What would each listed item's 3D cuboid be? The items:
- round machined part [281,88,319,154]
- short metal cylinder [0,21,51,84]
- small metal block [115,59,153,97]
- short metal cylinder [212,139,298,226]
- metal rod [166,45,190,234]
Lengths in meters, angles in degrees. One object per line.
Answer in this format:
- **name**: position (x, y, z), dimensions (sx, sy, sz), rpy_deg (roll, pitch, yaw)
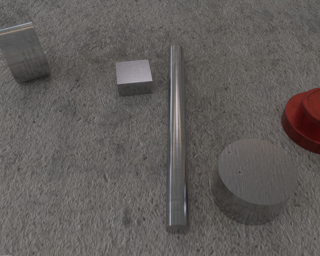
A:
- **round machined part**: position (0.216, -0.015, 0.407), dimensions (0.099, 0.042, 0.098), rpy_deg (0, 50, 0)
- **short metal cylinder**: position (-0.202, -0.111, 0.460), dimensions (0.050, 0.080, 0.080), rpy_deg (-22, 54, -17)
- **small metal block**: position (-0.039, -0.076, 0.466), dimensions (0.050, 0.025, 0.050), rpy_deg (-6, 50, -6)
- **short metal cylinder**: position (0.100, 0.058, 0.339), dimensions (0.081, 0.050, 0.080), rpy_deg (0, 50, 0)
- **metal rod**: position (0.023, -0.011, 0.412), dimensions (0.025, 0.025, 0.300), rpy_deg (1, 50, 1)
